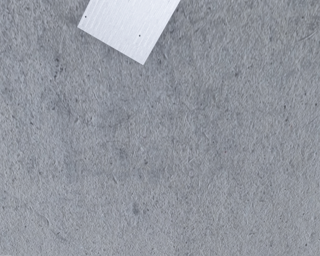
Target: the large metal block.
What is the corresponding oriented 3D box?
[{"bbox_3d":[-0.033,-0.129,0.348,0.080,0.050,0.080,29,107,-10],"label":"large metal block"}]
